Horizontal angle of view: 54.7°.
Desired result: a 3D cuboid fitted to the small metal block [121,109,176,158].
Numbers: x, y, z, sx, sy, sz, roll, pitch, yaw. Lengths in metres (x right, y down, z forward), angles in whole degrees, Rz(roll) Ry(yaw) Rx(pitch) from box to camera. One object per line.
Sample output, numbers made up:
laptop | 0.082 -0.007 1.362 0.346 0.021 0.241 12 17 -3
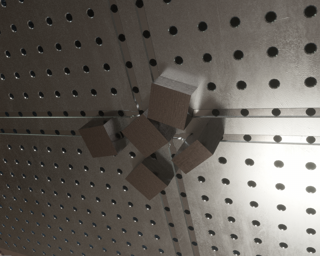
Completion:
small metal block | -0.016 0.006 0.422 0.050 0.025 0.050 48 129 -6

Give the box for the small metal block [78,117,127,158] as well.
small metal block | -0.086 0.015 0.464 0.050 0.025 0.050 -9 114 32

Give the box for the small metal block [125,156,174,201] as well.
small metal block | -0.016 0.074 0.464 0.050 0.025 0.050 42 129 -2

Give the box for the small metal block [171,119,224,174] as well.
small metal block | 0.047 0.023 0.384 0.025 0.050 0.050 44 129 -3

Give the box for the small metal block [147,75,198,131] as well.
small metal block | 0.015 -0.031 0.383 0.050 0.025 0.050 20 126 16
